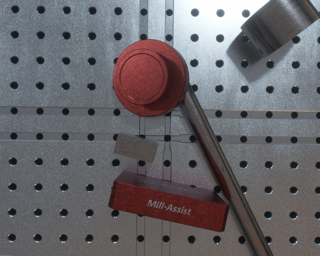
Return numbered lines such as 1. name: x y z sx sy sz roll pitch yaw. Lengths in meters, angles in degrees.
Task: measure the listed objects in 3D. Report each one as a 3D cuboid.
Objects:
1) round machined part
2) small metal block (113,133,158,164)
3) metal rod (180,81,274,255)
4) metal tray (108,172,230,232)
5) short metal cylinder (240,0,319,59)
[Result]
1. round machined part: -0.016 -0.063 0.390 0.098 0.042 0.097 2 95 18
2. small metal block: -0.030 0.024 0.401 0.050 0.050 0.025 15 90 -1
3. metal rod: 0.083 0.058 0.414 0.025 0.025 0.299 -26 90 0
4. metal tray: 0.010 0.087 0.380 0.131 0.090 0.030 13 89 -1
5. short metal cylinder: 0.149 -0.132 0.388 0.080 0.080 0.050 -37 90 0
